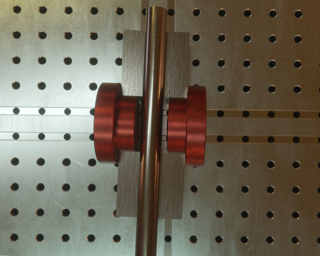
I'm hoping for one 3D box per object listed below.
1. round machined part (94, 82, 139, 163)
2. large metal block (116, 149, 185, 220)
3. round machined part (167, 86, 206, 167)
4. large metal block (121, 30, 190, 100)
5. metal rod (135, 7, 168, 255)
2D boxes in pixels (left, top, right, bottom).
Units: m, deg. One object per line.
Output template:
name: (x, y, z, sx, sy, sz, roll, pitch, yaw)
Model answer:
round machined part: (-0.049, -0.006, 0.376, 0.042, 0.098, 0.097, 2, 90, 0)
large metal block: (-0.011, 0.069, 0.400, 0.081, 0.050, 0.080, 3, 90, 0)
round machined part: (0.032, -0.002, 0.377, 0.042, 0.098, 0.097, 2, 90, 5)
large metal block: (-0.006, -0.078, 0.400, 0.081, 0.050, 0.079, 2, 90, 0)
metal rod: (-0.010, 0.011, 0.363, 0.025, 0.025, 0.298, 3, 90, 0)
